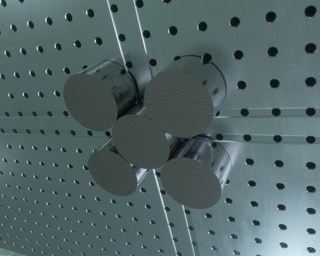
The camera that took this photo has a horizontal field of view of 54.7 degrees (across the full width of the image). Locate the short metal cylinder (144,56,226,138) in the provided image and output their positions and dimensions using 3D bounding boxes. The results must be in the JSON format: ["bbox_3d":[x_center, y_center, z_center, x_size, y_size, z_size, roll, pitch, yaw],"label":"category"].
[{"bbox_3d":[0.029,-0.036,0.354,0.080,0.050,0.079,13,124,20],"label":"short metal cylinder"}]

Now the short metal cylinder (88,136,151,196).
[{"bbox_3d":[-0.057,0.053,0.455,0.080,0.050,0.079,13,124,20],"label":"short metal cylinder"}]

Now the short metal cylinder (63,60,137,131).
[{"bbox_3d":[-0.078,-0.042,0.407,0.080,0.050,0.079,13,124,20],"label":"short metal cylinder"}]

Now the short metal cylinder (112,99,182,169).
[{"bbox_3d":[-0.015,0.007,0.405,0.080,0.050,0.079,13,124,20],"label":"short metal cylinder"}]

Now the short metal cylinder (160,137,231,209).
[{"bbox_3d":[0.047,0.058,0.404,0.080,0.050,0.079,13,124,20],"label":"short metal cylinder"}]
